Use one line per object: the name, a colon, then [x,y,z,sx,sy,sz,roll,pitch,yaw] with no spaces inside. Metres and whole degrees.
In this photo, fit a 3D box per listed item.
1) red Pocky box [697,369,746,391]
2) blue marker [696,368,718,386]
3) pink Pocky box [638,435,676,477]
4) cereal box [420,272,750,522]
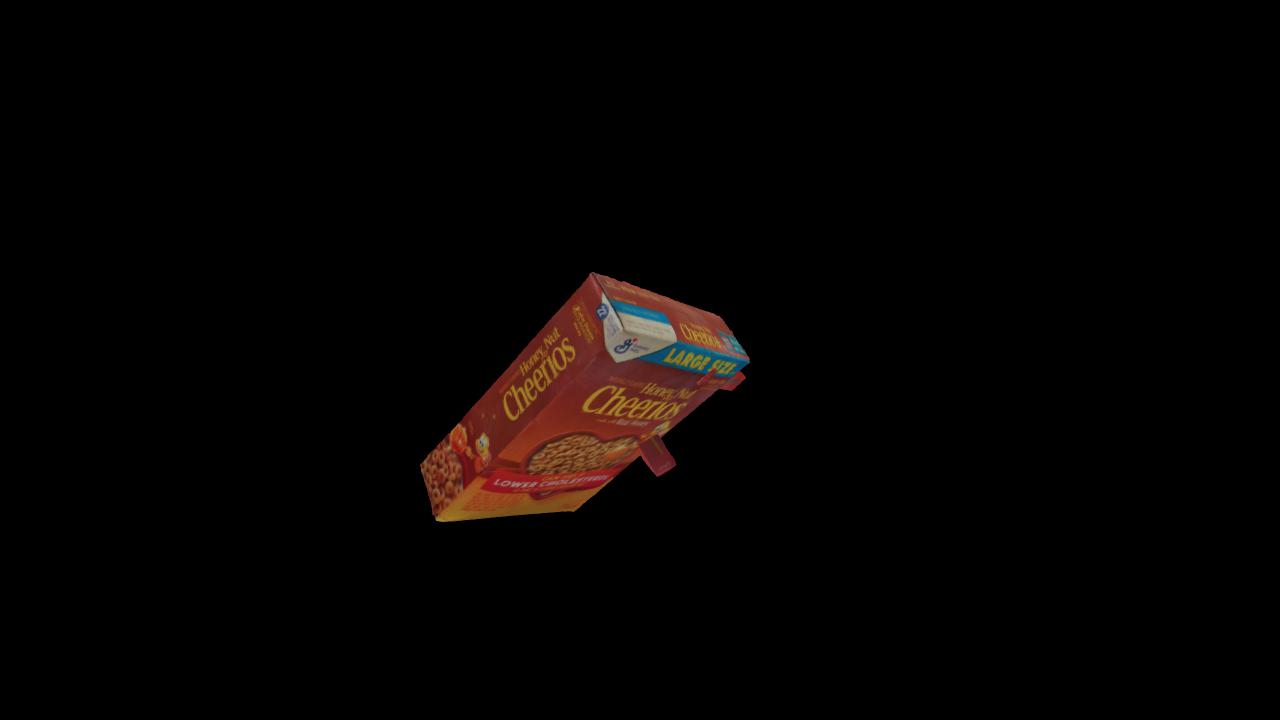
red Pocky box: [0.069,-0.006,0.687,0.028,0.083,0.155,-42,-17,13]
blue marker: [-0.023,-0.030,0.650,0.020,0.020,0.121,0,27,11]
pink Pocky box: [-0.015,0.056,0.709,0.029,0.155,0.084,-32,9,-6]
cereal box: [-0.059,0.056,0.641,0.306,0.081,0.203,-43,-32,26]
